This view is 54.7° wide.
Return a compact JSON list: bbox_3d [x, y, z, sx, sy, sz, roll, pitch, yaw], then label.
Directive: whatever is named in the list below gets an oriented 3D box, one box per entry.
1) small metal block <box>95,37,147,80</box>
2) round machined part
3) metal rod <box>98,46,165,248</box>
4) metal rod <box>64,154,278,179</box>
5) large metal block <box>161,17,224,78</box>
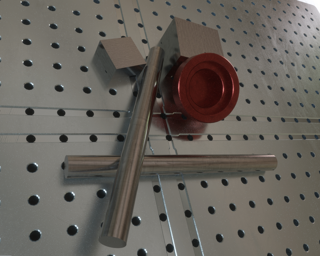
[{"bbox_3d":[-0.056,-0.100,0.440,0.050,0.025,0.050,-19,72,-36],"label":"small metal block"},{"bbox_3d":[0.062,-0.057,0.449,0.099,0.042,0.097,-2,95,-23],"label":"round machined part"},{"bbox_3d":[-0.023,-0.007,0.376,0.025,0.025,0.300,24,45,-14],"label":"metal rod"},{"bbox_3d":[0.034,0.047,0.399,0.303,0.025,0.025,2,61,-27],"label":"metal rod"},{"bbox_3d":[0.052,-0.121,0.496,0.081,0.050,0.080,8,58,-24],"label":"large metal block"}]
